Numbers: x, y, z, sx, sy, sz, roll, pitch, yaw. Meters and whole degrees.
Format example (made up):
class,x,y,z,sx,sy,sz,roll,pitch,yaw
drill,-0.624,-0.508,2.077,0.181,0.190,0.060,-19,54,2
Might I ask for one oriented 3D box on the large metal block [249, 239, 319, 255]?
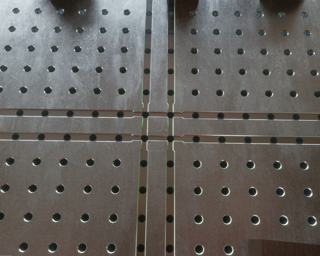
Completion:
class,x,y,z,sx,sy,sz,roll,pitch,yaw
large metal block,0.144,0.167,0.338,0.080,0.050,0.080,5,70,2

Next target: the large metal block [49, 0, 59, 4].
class,x,y,z,sx,sy,sz,roll,pitch,yaw
large metal block,-0.166,-0.259,0.493,0.080,0.050,0.080,-36,74,-12

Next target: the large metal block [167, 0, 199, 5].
class,x,y,z,sx,sy,sz,roll,pitch,yaw
large metal block,0.038,-0.250,0.474,0.050,0.080,0.080,3,70,1
